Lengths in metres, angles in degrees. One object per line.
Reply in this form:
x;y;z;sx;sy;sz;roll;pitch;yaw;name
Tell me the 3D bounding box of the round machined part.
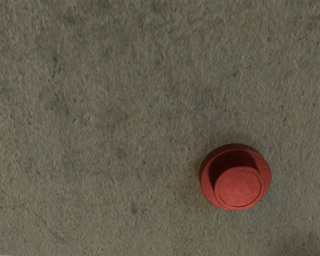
0.106;0.074;0.430;0.099;0.042;0.097;0;110;-1;round machined part
